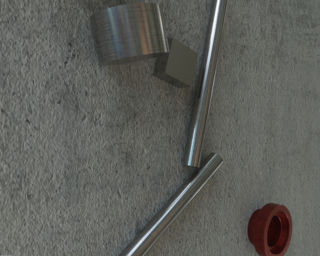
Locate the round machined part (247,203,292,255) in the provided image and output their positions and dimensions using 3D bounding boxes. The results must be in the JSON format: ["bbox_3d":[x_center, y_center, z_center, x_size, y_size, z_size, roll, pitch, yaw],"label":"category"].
[{"bbox_3d":[0.196,0.185,0.562,0.099,0.042,0.097,0,90,-40],"label":"round machined part"}]

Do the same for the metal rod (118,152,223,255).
[{"bbox_3d":[-0.008,0.133,0.400,0.302,0.025,0.025,-42,116,-32],"label":"metal rod"}]

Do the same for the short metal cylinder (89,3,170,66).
[{"bbox_3d":[-0.033,-0.101,0.343,0.081,0.080,0.050,-17,101,-39],"label":"short metal cylinder"}]

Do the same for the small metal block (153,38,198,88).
[{"bbox_3d":[0.022,-0.088,0.425,0.050,0.025,0.050,21,77,-38],"label":"small metal block"}]

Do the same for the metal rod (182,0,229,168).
[{"bbox_3d":[0.073,-0.090,0.468,0.025,0.025,0.299,19,78,-39],"label":"metal rod"}]
